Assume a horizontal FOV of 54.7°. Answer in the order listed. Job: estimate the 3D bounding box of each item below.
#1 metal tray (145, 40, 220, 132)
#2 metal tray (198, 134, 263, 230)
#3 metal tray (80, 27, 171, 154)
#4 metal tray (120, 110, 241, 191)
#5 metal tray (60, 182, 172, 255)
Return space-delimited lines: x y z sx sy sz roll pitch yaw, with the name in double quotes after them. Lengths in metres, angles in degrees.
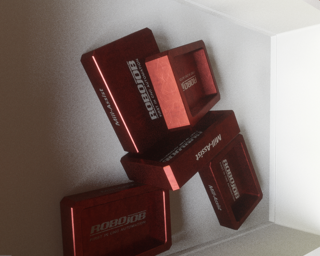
0.036 -0.060 0.398 0.131 0.030 0.090 -39 113 -58 "metal tray"
0.115 0.085 0.499 0.091 0.030 0.129 -37 113 -34 "metal tray"
-0.027 -0.045 0.380 0.091 0.030 0.129 -36 112 -34 "metal tray"
0.027 0.021 0.386 0.131 0.090 0.030 -36 113 -34 "metal tray"
-0.046 0.115 0.364 0.131 0.030 0.089 -5 94 -40 "metal tray"
